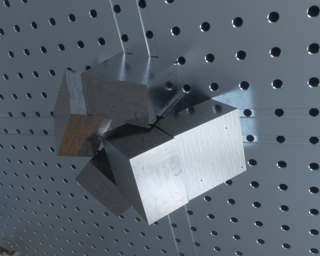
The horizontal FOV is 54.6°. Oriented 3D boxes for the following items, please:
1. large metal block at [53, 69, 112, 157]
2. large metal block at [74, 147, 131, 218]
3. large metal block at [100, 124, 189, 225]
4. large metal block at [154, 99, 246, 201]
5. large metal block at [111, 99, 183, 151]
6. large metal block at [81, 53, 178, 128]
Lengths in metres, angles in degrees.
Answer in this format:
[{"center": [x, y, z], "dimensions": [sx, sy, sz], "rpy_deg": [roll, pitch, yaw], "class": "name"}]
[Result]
[{"center": [-0.106, -0.018, 0.413], "dimensions": [0.050, 0.080, 0.080], "rpy_deg": [5, 136, -29], "class": "large metal block"}, {"center": [-0.059, 0.065, 0.446], "dimensions": [0.080, 0.080, 0.050], "rpy_deg": [42, 129, -2], "class": "large metal block"}, {"center": [-0.018, 0.044, 0.343], "dimensions": [0.080, 0.050, 0.080], "rpy_deg": [28, 137, 56], "class": "large metal block"}, {"center": [0.046, 0.022, 0.354], "dimensions": [0.050, 0.081, 0.080], "rpy_deg": [33, 141, 58], "class": "large metal block"}, {"center": [-0.011, 0.009, 0.407], "dimensions": [0.080, 0.050, 0.080], "rpy_deg": [1, 119, 28], "class": "large metal block"}, {"center": [-0.032, -0.048, 0.364], "dimensions": [0.080, 0.080, 0.050], "rpy_deg": [13, 124, 21], "class": "large metal block"}]
